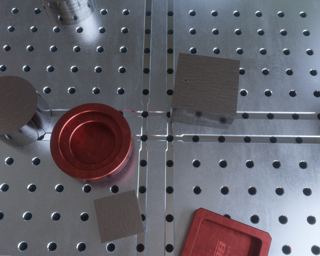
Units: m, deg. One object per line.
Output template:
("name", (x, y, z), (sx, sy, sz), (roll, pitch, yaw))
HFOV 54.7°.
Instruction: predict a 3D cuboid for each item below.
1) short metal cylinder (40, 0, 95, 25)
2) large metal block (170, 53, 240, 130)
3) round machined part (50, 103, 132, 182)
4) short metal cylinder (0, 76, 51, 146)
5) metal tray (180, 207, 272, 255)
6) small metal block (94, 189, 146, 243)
("short metal cylinder", (-0.143, -0.206, 0.473), (0.081, 0.050, 0.080), (0, 70, 0))
("large metal block", (0.059, -0.048, 0.416), (0.080, 0.050, 0.080), (8, 70, 3))
("round machined part", (-0.084, 0.021, 0.394), (0.099, 0.042, 0.098), (0, 70, 0))
("short metal cylinder", (-0.191, -0.021, 0.405), (0.081, 0.050, 0.080), (0, 70, 0))
("metal tray", (0.062, 0.167, 0.348), (0.090, 0.030, 0.130), (20, 71, 7))
("small metal block", (-0.048, 0.106, 0.372), (0.050, 0.025, 0.050), (-13, 71, -5))
